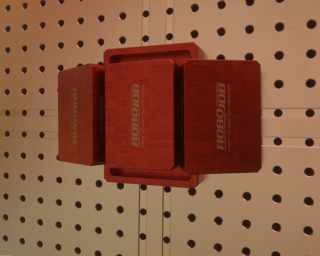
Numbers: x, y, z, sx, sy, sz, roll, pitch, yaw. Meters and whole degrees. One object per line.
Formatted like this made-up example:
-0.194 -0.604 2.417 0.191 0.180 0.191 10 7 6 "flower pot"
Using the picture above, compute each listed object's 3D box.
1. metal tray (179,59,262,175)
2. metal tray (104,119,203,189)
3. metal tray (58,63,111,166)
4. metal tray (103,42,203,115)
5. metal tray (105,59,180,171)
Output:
0.070 -0.013 0.365 0.091 0.030 0.129 -1 90 -8 "metal tray"
-0.010 0.029 0.413 0.130 0.030 0.089 1 91 19 "metal tray"
-0.106 -0.017 0.427 0.090 0.030 0.129 0 90 45 "metal tray"
-0.011 -0.061 0.412 0.130 0.030 0.089 1 91 19 "metal tray"
-0.021 -0.015 0.384 0.090 0.030 0.129 0 90 19 "metal tray"
